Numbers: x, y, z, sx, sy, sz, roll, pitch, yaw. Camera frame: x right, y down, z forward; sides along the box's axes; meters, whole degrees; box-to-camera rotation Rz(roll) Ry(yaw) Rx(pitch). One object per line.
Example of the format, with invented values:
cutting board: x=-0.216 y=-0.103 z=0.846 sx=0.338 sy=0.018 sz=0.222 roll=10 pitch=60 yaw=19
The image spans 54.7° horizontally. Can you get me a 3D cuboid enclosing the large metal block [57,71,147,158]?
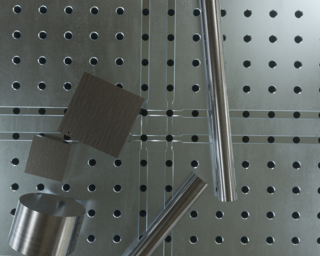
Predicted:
large metal block: x=-0.071 y=-0.016 z=0.400 sx=0.080 sy=0.050 sz=0.080 roll=25 pitch=90 yaw=0

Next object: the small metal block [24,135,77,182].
small metal block: x=-0.145 y=0.040 z=0.412 sx=0.050 sy=0.025 sz=0.050 roll=14 pitch=90 yaw=0

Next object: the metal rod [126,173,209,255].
metal rod: x=-0.040 y=0.184 z=0.412 sx=0.025 sy=0.025 sz=0.300 roll=40 pitch=90 yaw=0

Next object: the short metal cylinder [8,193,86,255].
short metal cylinder: x=-0.139 y=0.118 z=0.385 sx=0.080 sy=0.080 sz=0.050 roll=16 pitch=90 yaw=0

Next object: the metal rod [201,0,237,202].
metal rod: x=0.077 y=-0.053 z=0.413 sx=0.025 sy=0.025 sz=0.298 roll=-5 pitch=90 yaw=0
